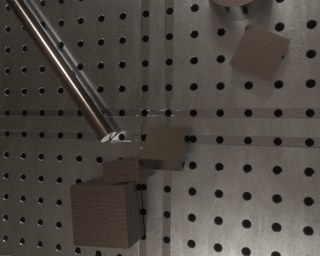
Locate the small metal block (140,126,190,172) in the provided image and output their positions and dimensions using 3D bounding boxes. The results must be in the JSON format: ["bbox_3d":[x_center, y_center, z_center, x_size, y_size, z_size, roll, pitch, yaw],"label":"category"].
[{"bbox_3d":[0.007,0.026,0.396,0.050,0.025,0.050,2,54,19],"label":"small metal block"}]

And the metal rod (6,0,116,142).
[{"bbox_3d":[-0.159,-0.106,0.466,0.025,0.025,0.299,-39,78,15],"label":"metal rod"}]

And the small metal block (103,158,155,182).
[{"bbox_3d":[-0.041,0.055,0.413,0.050,0.050,0.025,-6,89,20],"label":"small metal block"}]

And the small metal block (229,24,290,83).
[{"bbox_3d":[0.119,-0.088,0.371,0.050,0.025,0.050,28,99,17],"label":"small metal block"}]

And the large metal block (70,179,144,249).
[{"bbox_3d":[-0.071,0.114,0.423,0.080,0.050,0.080,-5,89,19],"label":"large metal block"}]

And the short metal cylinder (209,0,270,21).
[{"bbox_3d":[0.093,-0.174,0.366,0.080,0.050,0.079,0,90,19],"label":"short metal cylinder"}]
